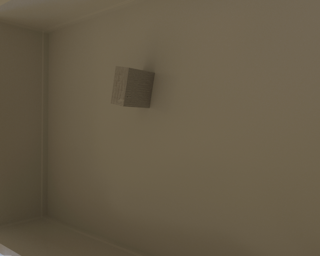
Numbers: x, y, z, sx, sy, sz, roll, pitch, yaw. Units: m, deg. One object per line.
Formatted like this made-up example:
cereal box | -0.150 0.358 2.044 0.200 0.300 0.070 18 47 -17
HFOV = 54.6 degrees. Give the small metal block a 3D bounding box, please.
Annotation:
small metal block | -0.036 -0.055 0.422 0.025 0.050 0.050 15 100 39
